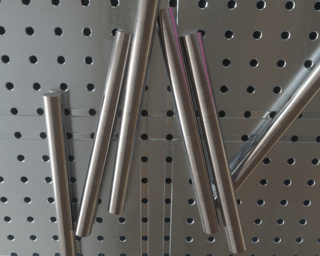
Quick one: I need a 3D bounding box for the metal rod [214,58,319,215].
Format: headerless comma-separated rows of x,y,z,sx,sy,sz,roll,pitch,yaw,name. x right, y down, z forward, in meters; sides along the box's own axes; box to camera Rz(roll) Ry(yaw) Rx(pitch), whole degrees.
0.152,0.006,0.416,0.025,0.025,0.299,30,107,-11,metal rod

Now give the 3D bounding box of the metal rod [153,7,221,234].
0.039,0.002,0.400,0.025,0.025,0.298,-13,105,4,metal rod

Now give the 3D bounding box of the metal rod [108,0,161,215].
-0.038,-0.015,0.397,0.025,0.025,0.298,10,113,-4,metal rod

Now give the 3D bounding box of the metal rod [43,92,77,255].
-0.140,0.097,0.447,0.025,0.025,0.298,1,110,-1,metal rod

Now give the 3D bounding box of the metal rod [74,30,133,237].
-0.078,0.021,0.420,0.025,0.025,0.298,14,109,-5,metal rod

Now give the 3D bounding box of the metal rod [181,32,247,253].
0.074,0.029,0.406,0.025,0.025,0.298,-13,103,5,metal rod
